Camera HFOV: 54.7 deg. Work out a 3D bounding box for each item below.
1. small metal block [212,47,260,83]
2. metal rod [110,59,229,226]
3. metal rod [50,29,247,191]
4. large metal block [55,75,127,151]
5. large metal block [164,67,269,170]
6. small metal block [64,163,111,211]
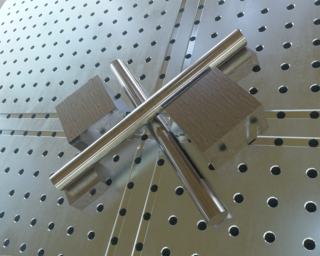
[{"bbox_3d":[0.095,-0.088,0.413,0.050,0.025,0.050,-38,51,3],"label":"small metal block"},{"bbox_3d":[-0.005,-0.004,0.412,0.025,0.025,0.300,-37,51,4],"label":"metal rod"},{"bbox_3d":[-0.015,-0.022,0.397,0.300,0.025,0.025,-38,51,2],"label":"metal rod"},{"bbox_3d":[-0.097,-0.018,0.454,0.080,0.050,0.080,-37,51,3],"label":"large metal block"},{"bbox_3d":[0.066,-0.012,0.365,0.080,0.050,0.080,-40,51,1],"label":"large metal block"},{"bbox_3d":[-0.101,0.073,0.417,0.050,0.025,0.050,-39,51,2],"label":"small metal block"}]
